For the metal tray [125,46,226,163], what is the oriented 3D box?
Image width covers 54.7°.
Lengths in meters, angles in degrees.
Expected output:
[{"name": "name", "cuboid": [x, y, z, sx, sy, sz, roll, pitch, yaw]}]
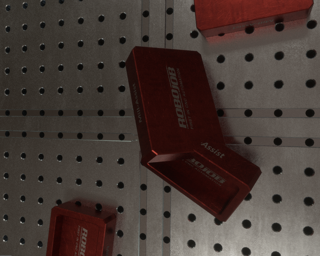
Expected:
[{"name": "metal tray", "cuboid": [0.016, -0.029, 0.358, 0.030, 0.091, 0.129, 136, 127, -57]}]

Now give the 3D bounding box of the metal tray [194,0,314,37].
[{"name": "metal tray", "cuboid": [0.107, -0.169, 0.372, 0.130, 0.030, 0.089, -6, 88, 19]}]

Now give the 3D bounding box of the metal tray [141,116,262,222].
[{"name": "metal tray", "cuboid": [0.041, 0.045, 0.367, 0.130, 0.030, 0.089, 34, 143, 16]}]

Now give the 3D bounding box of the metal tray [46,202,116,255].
[{"name": "metal tray", "cuboid": [-0.118, 0.182, 0.449, 0.090, 0.030, 0.129, 8, 93, 19]}]
